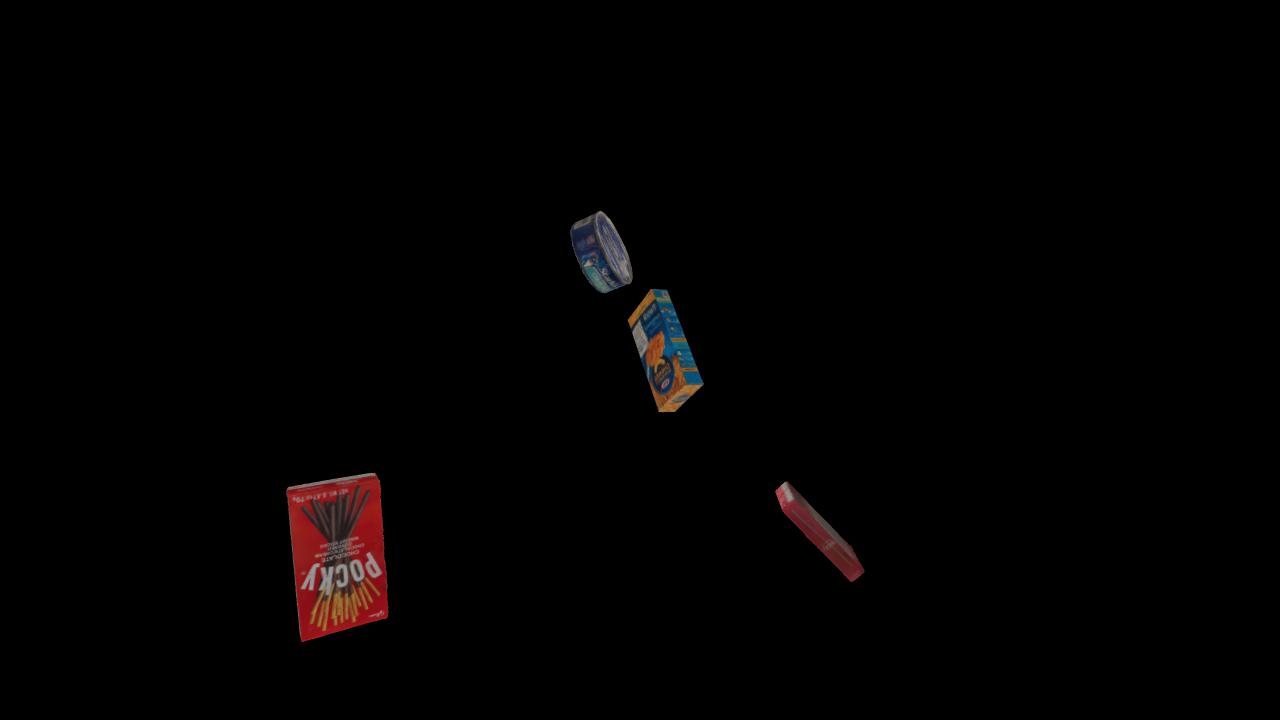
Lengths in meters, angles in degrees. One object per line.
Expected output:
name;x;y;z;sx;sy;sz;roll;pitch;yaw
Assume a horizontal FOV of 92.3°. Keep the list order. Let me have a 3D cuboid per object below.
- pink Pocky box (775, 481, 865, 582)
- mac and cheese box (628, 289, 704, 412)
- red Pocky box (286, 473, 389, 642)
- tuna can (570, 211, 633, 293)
pink Pocky box;0.274;0.261;0.946;0.029;0.155;0.084;-44;2;9
mac and cheese box;0.038;-0.016;1.014;0.041;0.184;0.093;1;-33;-34
red Pocky box;-0.299;0.195;0.614;0.083;0.155;0.028;-6;12;-34
tuna can;-0.041;-0.116;0.666;0.034;0.084;0.084;-21;-6;16
